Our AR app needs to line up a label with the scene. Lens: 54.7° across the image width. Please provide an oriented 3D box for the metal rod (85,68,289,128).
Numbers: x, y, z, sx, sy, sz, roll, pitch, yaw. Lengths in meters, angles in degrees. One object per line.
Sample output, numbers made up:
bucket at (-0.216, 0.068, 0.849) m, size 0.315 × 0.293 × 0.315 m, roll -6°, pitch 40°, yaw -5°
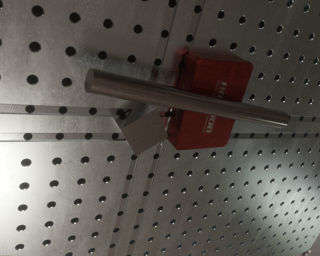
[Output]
metal rod at (0.057, -0.030, 0.386) m, size 0.302 × 0.025 × 0.025 m, roll 8°, pitch 115°, yaw -32°

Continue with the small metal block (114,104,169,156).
small metal block at (-0.023, 0.001, 0.401) m, size 0.050 × 0.025 × 0.050 m, roll -31°, pitch 129°, yaw -9°

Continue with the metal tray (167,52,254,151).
metal tray at (0.066, -0.034, 0.425) m, size 0.091 × 0.030 × 0.129 m, roll -2°, pitch 120°, yaw -28°
